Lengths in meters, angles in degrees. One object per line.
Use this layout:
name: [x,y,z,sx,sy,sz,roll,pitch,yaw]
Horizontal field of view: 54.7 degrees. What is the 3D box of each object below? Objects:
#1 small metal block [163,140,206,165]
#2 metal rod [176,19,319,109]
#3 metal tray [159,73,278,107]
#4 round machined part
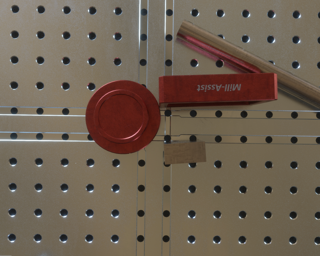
small metal block: [0.030,0.030,0.401,0.050,0.050,0.025,-4,90,-1]
metal rod: [0.162,-0.066,0.415,0.301,0.025,0.025,27,90,-1]
metal tray: [0.064,-0.044,0.381,0.131,0.090,0.030,-2,90,-1]
round machined part: [-0.048,-0.014,0.404,0.099,0.042,0.097,0,90,-1]
